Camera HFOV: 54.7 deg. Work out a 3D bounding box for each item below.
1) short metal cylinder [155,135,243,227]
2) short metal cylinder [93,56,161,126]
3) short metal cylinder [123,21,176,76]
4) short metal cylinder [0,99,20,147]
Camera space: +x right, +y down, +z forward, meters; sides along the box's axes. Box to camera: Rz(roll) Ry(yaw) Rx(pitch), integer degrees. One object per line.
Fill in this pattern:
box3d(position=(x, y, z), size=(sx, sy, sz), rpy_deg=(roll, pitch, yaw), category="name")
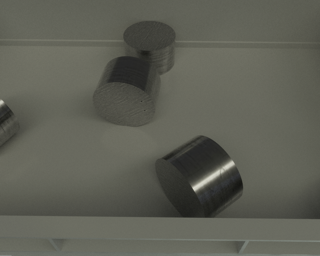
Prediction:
box3d(position=(0.039, 0.054, 0.324), size=(0.050, 0.080, 0.080), rpy_deg=(-30, 56, -22), category="short metal cylinder")
box3d(position=(-0.042, -0.047, 0.408), size=(0.080, 0.080, 0.050), rpy_deg=(6, 51, 5), category="short metal cylinder")
box3d(position=(-0.016, -0.127, 0.495), size=(0.080, 0.050, 0.080), rpy_deg=(0, 50, 0), category="short metal cylinder")
box3d(position=(-0.221, -0.009, 0.376), size=(0.080, 0.080, 0.050), rpy_deg=(24, 54, 19), category="short metal cylinder")
